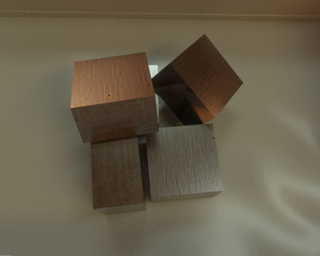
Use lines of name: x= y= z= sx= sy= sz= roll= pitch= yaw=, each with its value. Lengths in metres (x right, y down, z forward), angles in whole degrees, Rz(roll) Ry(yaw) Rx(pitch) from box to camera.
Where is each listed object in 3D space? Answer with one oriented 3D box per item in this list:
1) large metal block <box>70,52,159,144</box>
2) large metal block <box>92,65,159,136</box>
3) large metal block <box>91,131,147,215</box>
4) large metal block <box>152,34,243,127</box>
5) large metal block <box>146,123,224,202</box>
large metal block: x=-0.048 y=-0.035 z=0.338 sx=0.081 sy=0.050 sz=0.080 roll=-9 pitch=45 yaw=-3
large metal block: x=-0.042 y=-0.034 z=0.407 sx=0.081 sy=0.050 sz=0.080 roll=-1 pitch=70 yaw=-1
large metal block: x=-0.046 y=0.054 z=0.359 sx=0.050 sy=0.080 sz=0.080 roll=-6 pitch=70 yaw=-3
large metal block: x=0.046 y=-0.057 z=0.389 sx=0.080 sy=0.050 sz=0.080 roll=50 pitch=54 yaw=-8
large metal block: x=0.026 y=0.044 z=0.377 sx=0.081 sy=0.050 sz=0.080 roll=-5 pitch=70 yaw=-2
